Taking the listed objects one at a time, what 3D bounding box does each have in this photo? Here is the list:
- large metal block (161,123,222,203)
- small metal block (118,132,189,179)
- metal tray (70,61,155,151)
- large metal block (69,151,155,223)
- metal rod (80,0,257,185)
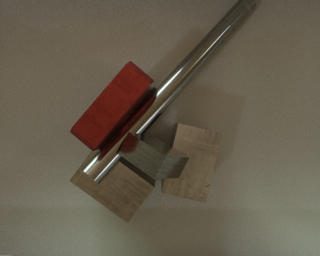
[{"bbox_3d":[0.035,0.039,0.384,0.050,0.080,0.080,14,90,0],"label":"large metal block"},{"bbox_3d":[-0.006,0.029,0.323,0.050,0.050,0.025,30,99,31],"label":"small metal block"},{"bbox_3d":[-0.045,-0.022,0.357,0.030,0.130,0.090,40,91,0],"label":"metal tray"},{"bbox_3d":[-0.053,0.062,0.383,0.080,0.080,0.050,36,90,-1],"label":"large metal block"},{"bbox_3d":[0.022,-0.057,0.365,0.025,0.025,0.301,42,72,0],"label":"metal rod"}]
